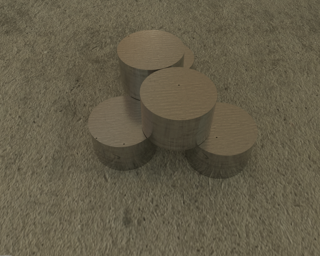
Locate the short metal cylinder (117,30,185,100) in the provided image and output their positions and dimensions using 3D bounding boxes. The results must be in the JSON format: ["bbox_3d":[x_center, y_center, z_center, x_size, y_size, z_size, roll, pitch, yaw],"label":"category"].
[{"bbox_3d":[-0.011,-0.079,0.389,0.080,0.050,0.080,0,50,0],"label":"short metal cylinder"}]

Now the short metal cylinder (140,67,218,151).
[{"bbox_3d":[0.019,-0.022,0.341,0.081,0.050,0.080,1,50,0],"label":"short metal cylinder"}]

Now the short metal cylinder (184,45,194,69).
[{"bbox_3d":[0.009,-0.085,0.460,0.080,0.050,0.080,0,50,0],"label":"short metal cylinder"}]

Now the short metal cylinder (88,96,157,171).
[{"bbox_3d":[-0.044,0.006,0.383,0.080,0.050,0.080,0,50,0],"label":"short metal cylinder"}]

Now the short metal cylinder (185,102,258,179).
[{"bbox_3d":[0.072,0.015,0.376,0.080,0.050,0.080,0,50,0],"label":"short metal cylinder"}]
